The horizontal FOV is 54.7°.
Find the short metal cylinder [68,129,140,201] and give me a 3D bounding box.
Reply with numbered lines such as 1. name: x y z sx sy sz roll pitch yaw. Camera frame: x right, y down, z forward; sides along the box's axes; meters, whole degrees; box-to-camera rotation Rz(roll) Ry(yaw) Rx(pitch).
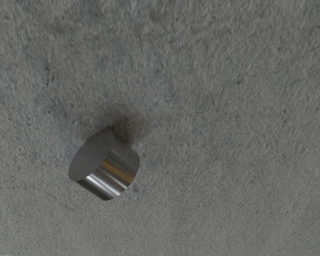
1. short metal cylinder: -0.074 0.049 0.411 0.080 0.080 0.050 -31 124 23
